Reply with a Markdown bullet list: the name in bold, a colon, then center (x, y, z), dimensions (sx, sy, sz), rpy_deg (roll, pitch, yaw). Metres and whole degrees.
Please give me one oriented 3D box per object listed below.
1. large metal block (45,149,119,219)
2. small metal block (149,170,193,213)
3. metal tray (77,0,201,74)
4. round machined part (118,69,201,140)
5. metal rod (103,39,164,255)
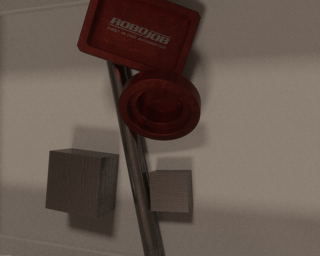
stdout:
- **large metal block**: center (-0.108, 0.074, 0.434), dimensions (0.080, 0.050, 0.079), rpy_deg (5, 92, 19)
- **small metal block**: center (0.015, 0.081, 0.405), dimensions (0.050, 0.025, 0.050), rpy_deg (-3, 89, 19)
- **metal tray**: center (-0.026, -0.119, 0.387), dimensions (0.131, 0.030, 0.089), rpy_deg (17, 97, -7)
- **round machined part**: center (0.001, -0.032, 0.382), dimensions (0.099, 0.042, 0.097), rpy_deg (5, 135, 5)
- **metal rod**: center (-0.037, 0.025, 0.422), dimensions (0.025, 0.025, 0.298), rpy_deg (-13, 86, 19)
